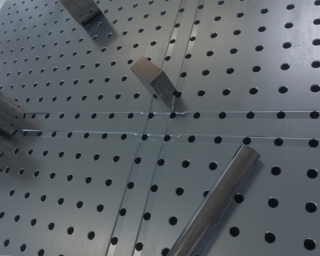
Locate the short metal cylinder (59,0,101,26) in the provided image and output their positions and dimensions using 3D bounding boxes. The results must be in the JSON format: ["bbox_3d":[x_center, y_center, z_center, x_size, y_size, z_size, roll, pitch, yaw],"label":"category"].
[{"bbox_3d":[-0.162,-0.251,0.613,0.050,0.080,0.080,-36,51,4],"label":"short metal cylinder"}]

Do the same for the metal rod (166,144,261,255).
[{"bbox_3d":[0.012,0.144,0.313,0.025,0.025,0.300,28,77,37],"label":"metal rod"}]

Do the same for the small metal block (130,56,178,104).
[{"bbox_3d":[-0.008,-0.068,0.438,0.025,0.050,0.050,-45,51,-3],"label":"small metal block"}]

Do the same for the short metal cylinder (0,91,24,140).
[{"bbox_3d":[-0.298,-0.024,0.564,0.080,0.050,0.080,-13,56,21],"label":"short metal cylinder"}]

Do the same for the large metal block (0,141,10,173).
[{"bbox_3d":[-0.316,0.043,0.513,0.080,0.080,0.050,-13,57,21],"label":"large metal block"}]
